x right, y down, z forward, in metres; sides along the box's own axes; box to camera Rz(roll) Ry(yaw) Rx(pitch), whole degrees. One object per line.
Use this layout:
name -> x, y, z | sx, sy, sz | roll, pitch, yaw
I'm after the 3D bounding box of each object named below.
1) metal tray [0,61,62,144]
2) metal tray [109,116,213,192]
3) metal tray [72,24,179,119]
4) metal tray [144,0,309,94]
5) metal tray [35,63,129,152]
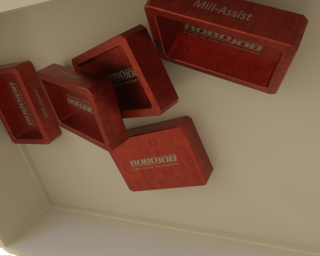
metal tray -> -0.222, -0.037, 0.496 | 0.090, 0.030, 0.129 | -1, 118, 28
metal tray -> -0.003, 0.040, 0.431 | 0.130, 0.030, 0.090 | -12, 112, 33
metal tray -> -0.046, -0.057, 0.363 | 0.130, 0.030, 0.090 | -2, 120, 53
metal tray -> 0.057, -0.081, 0.291 | 0.130, 0.030, 0.090 | 21, 167, 15
metal tray -> -0.104, -0.029, 0.406 | 0.130, 0.030, 0.089 | 21, 136, 40
